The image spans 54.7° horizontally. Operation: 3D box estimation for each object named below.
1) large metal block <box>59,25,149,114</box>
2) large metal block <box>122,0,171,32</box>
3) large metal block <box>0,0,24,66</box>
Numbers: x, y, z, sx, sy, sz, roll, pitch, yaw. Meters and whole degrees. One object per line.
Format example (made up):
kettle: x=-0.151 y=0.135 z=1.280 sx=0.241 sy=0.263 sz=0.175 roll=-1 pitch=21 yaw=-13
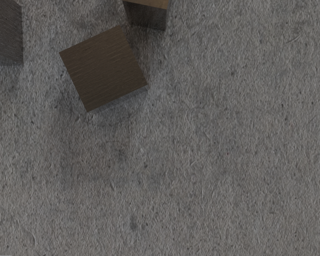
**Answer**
large metal block: x=-0.068 y=-0.072 z=0.397 sx=0.080 sy=0.050 sz=0.080 roll=-25 pitch=90 yaw=0
large metal block: x=-0.009 y=-0.175 z=0.382 sx=0.050 sy=0.080 sz=0.080 roll=11 pitch=90 yaw=0
large metal block: x=-0.212 y=-0.124 z=0.381 sx=0.050 sy=0.080 sz=0.080 roll=-2 pitch=90 yaw=0
